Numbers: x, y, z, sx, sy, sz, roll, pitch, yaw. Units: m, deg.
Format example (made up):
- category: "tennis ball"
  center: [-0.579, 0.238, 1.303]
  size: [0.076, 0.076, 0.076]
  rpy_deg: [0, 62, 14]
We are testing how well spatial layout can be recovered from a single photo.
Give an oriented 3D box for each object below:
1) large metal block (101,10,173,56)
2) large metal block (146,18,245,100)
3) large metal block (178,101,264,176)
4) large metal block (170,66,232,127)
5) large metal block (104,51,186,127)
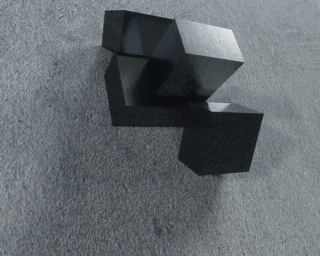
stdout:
- category: "large metal block"
  center: [-0.028, -0.129, 0.428]
  size: [0.081, 0.050, 0.080]
  rpy_deg: [0, 18, -28]
- category: "large metal block"
  center: [0.040, -0.080, 0.378]
  size: [0.081, 0.080, 0.050]
  rpy_deg: [1, 61, -28]
- category: "large metal block"
  center: [0.077, 0.012, 0.398]
  size: [0.081, 0.079, 0.050]
  rpy_deg: [1, 18, -29]
- category: "large metal block"
  center: [0.049, -0.048, 0.445]
  size: [0.081, 0.050, 0.080]
  rpy_deg: [1, 62, -28]
- category: "large metal block"
  center: [-0.022, -0.049, 0.406]
  size: [0.081, 0.050, 0.080]
  rpy_deg: [1, 62, -28]
